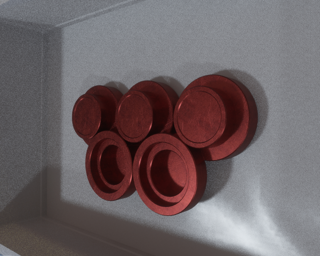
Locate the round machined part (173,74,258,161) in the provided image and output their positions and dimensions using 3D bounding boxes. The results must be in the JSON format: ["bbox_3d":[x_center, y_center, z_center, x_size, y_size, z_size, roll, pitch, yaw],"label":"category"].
[{"bbox_3d":[0.054,-0.011,0.348,0.098,0.042,0.097,-1,89,40],"label":"round machined part"}]

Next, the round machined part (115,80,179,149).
[{"bbox_3d":[-0.021,-0.015,0.411,0.098,0.042,0.097,-1,89,40],"label":"round machined part"}]

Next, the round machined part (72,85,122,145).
[{"bbox_3d":[-0.097,-0.017,0.472,0.098,0.042,0.097,-1,88,39],"label":"round machined part"}]

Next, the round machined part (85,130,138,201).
[{"bbox_3d":[-0.060,0.052,0.443,0.098,0.042,0.097,0,90,40],"label":"round machined part"}]

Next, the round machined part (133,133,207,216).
[{"bbox_3d":[0.016,0.054,0.380,0.098,0.042,0.097,0,90,40],"label":"round machined part"}]
